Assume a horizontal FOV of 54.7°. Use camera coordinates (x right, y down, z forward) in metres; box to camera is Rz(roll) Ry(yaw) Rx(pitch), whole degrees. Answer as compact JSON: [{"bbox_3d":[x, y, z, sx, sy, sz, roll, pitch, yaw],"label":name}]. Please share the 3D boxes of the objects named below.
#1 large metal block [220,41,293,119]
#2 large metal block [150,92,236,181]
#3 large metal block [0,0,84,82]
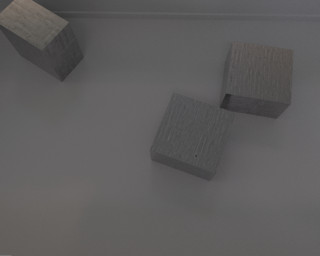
[{"bbox_3d":[0.129,-0.065,0.421,0.080,0.050,0.080,10,70,3],"label":"large metal block"},{"bbox_3d":[0.040,0.012,0.392,0.080,0.050,0.080,20,71,7],"label":"large metal block"},{"bbox_3d":[-0.160,-0.120,0.423,0.080,0.080,0.050,32,73,11],"label":"large metal block"}]
